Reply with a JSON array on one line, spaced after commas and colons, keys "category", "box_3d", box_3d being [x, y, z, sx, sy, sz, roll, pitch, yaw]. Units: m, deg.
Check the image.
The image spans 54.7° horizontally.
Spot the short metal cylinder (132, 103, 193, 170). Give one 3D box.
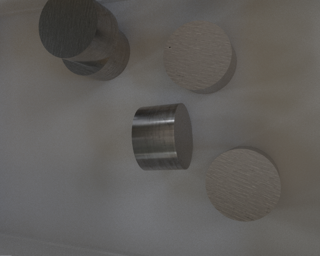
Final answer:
[{"category": "short metal cylinder", "box_3d": [0.006, 0.011, 0.379, 0.050, 0.080, 0.080, -4, 89, 20]}]

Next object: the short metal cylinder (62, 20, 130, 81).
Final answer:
[{"category": "short metal cylinder", "box_3d": [-0.089, -0.109, 0.429, 0.080, 0.050, 0.080, 0, 90, 20]}]

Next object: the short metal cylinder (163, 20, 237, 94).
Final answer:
[{"category": "short metal cylinder", "box_3d": [0.050, -0.084, 0.379, 0.080, 0.050, 0.080, 0, 90, 20]}]

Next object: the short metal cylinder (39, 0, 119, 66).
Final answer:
[{"category": "short metal cylinder", "box_3d": [-0.098, -0.120, 0.379, 0.080, 0.050, 0.080, 0, 90, 20]}]

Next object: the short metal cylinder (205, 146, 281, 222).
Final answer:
[{"category": "short metal cylinder", "box_3d": [0.098, 0.062, 0.362, 0.080, 0.050, 0.080, 0, 90, 20]}]
